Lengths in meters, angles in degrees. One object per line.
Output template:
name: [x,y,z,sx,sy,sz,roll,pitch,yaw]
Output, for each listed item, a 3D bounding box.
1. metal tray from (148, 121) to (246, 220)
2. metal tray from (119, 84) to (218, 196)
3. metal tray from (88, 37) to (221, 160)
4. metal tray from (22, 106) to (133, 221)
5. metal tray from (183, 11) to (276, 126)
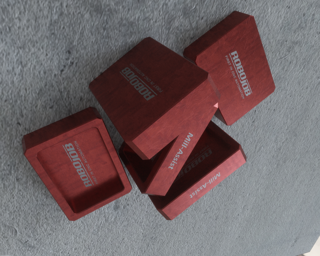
metal tray: [0.037,0.050,0.419,0.130,0.090,0.030,-37,130,-4]
metal tray: [0.004,0.004,0.372,0.030,0.090,0.129,18,109,-36]
metal tray: [-0.013,-0.038,0.311,0.090,0.130,0.030,-40,130,-2]
metal tray: [-0.096,0.048,0.383,0.091,0.030,0.129,-26,128,-13]
metal tray: [0.097,-0.075,0.414,0.090,0.030,0.130,-38,130,-3]
